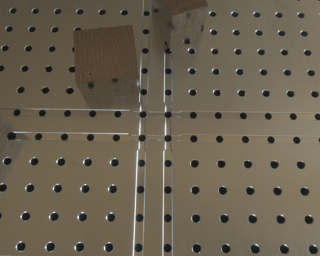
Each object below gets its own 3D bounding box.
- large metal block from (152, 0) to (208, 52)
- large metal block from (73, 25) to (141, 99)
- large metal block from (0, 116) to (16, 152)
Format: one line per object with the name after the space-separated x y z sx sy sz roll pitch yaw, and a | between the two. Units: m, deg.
0.025 -0.172 0.446 0.050 0.080 0.080 -19 71 -7 | large metal block
-0.072 -0.091 0.431 0.081 0.050 0.080 -7 70 -3 | large metal block
-0.250 0.012 0.391 0.080 0.050 0.080 21 71 7 | large metal block
